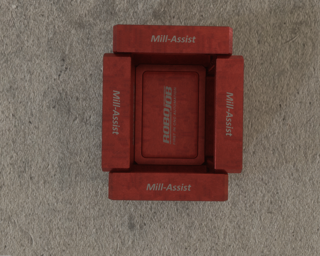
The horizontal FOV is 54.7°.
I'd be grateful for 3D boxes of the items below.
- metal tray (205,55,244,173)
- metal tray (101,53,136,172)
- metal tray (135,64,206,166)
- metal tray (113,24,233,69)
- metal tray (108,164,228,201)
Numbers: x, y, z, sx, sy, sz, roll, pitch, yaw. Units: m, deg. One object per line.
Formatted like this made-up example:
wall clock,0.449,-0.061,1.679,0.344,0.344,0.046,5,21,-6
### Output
metal tray,0.075,-0.015,0.379,0.030,0.090,0.129,1,90,0
metal tray,-0.047,-0.017,0.377,0.030,0.090,0.129,1,90,0
metal tray,0.013,-0.017,0.409,0.091,0.030,0.129,1,90,-1
metal tray,0.014,-0.096,0.378,0.131,0.090,0.030,1,90,-1
metal tray,0.009,0.063,0.378,0.131,0.090,0.030,1,90,-1
